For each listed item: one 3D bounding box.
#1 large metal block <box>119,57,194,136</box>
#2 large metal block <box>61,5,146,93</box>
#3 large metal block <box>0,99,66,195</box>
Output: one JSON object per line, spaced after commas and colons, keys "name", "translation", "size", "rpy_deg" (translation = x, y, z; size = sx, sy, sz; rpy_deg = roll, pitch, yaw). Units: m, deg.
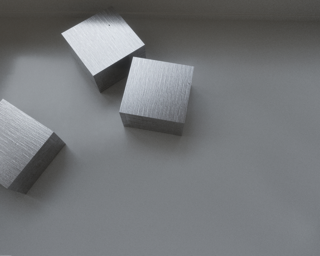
{"name": "large metal block", "translation": [-0.003, -0.041, 0.411], "size": [0.080, 0.050, 0.080], "rpy_deg": [10, 70, 3]}
{"name": "large metal block", "translation": [-0.076, -0.110, 0.436], "size": [0.080, 0.050, 0.080], "rpy_deg": [-34, 74, -12]}
{"name": "large metal block", "translation": [-0.182, 0.024, 0.386], "size": [0.080, 0.050, 0.080], "rpy_deg": [31, 73, 10]}
